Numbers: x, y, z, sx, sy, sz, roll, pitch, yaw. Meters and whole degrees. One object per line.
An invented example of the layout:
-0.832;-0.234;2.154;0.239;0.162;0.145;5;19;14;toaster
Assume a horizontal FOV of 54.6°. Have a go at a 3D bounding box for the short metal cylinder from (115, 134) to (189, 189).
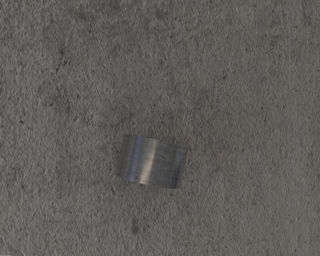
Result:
-0.009;0.040;0.376;0.081;0.080;0.050;13;86;-20;short metal cylinder
